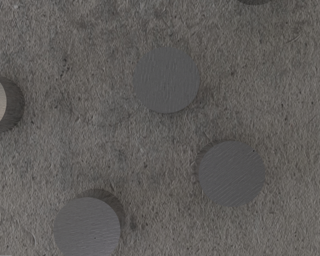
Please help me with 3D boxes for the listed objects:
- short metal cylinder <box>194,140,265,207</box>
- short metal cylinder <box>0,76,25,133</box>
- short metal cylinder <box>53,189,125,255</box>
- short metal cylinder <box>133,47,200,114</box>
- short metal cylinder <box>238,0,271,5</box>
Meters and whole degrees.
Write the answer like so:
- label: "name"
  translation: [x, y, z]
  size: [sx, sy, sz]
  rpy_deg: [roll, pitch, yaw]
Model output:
- label: "short metal cylinder"
  translation: [0.087, 0.055, 0.398]
  size: [0.081, 0.050, 0.080]
  rpy_deg: [0, 90, 0]
- label: "short metal cylinder"
  translation: [-0.224, -0.032, 0.396]
  size: [0.081, 0.050, 0.080]
  rpy_deg: [0, 90, 0]
- label: "short metal cylinder"
  translation: [-0.088, 0.123, 0.397]
  size: [0.081, 0.050, 0.080]
  rpy_deg: [0, 90, 0]
- label: "short metal cylinder"
  translation: [0.008, -0.058, 0.397]
  size: [0.081, 0.050, 0.080]
  rpy_deg: [0, 90, 0]
- label: "short metal cylinder"
  translation: [0.129, -0.207, 0.398]
  size: [0.081, 0.050, 0.080]
  rpy_deg: [0, 90, 0]
